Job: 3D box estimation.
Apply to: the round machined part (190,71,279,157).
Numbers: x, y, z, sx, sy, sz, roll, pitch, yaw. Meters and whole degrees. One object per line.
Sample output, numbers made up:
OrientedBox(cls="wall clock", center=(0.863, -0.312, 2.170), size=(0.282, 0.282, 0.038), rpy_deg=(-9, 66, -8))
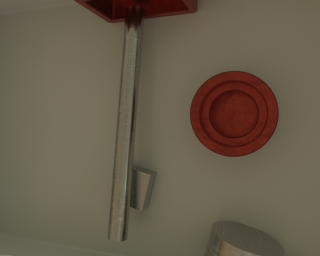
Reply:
OrientedBox(cls="round machined part", center=(0.089, -0.016, 0.370), size=(0.098, 0.042, 0.097), rpy_deg=(0, 90, 19))

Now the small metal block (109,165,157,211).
OrientedBox(cls="small metal block", center=(-0.037, 0.079, 0.422), size=(0.050, 0.025, 0.050), rpy_deg=(15, 95, 19))

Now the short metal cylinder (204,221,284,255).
OrientedBox(cls="short metal cylinder", center=(0.092, 0.146, 0.349), size=(0.080, 0.080, 0.050), rpy_deg=(16, 95, 19))

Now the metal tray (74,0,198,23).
OrientedBox(cls="metal tray", center=(-0.027, -0.166, 0.384), size=(0.130, 0.090, 0.030), rpy_deg=(0, 90, 19))

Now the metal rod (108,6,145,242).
OrientedBox(cls="metal rod", center=(-0.043, -0.008, 0.402), size=(0.025, 0.025, 0.298), rpy_deg=(3, 87, 19))
